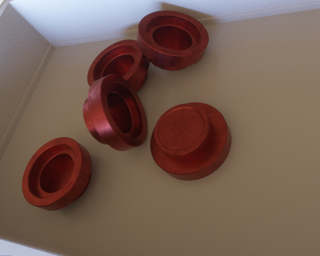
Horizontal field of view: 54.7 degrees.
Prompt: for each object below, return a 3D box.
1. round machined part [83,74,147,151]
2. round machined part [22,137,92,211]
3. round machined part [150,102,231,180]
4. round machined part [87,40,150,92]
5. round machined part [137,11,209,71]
[{"bbox_3d":[-0.061,-0.016,0.400,0.042,0.098,0.098,-20,54,24],"label":"round machined part"},{"bbox_3d":[-0.135,0.065,0.424,0.098,0.042,0.098,-13,56,20],"label":"round machined part"},{"bbox_3d":[0.032,0.010,0.371,0.098,0.042,0.098,-13,56,20],"label":"round machined part"},{"bbox_3d":[-0.058,-0.084,0.473,0.098,0.042,0.098,-15,52,22],"label":"round machined part"},{"bbox_3d":[0.016,-0.120,0.440,0.099,0.042,0.098,5,54,-7],"label":"round machined part"}]
